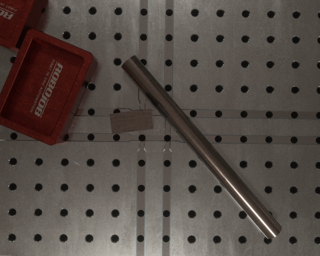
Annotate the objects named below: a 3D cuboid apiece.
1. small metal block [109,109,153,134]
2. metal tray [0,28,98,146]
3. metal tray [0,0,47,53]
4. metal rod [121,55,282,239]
[{"bbox_3d":[-0.035,-0.008,0.400,0.050,0.050,0.025,-7,90,0],"label":"small metal block"},{"bbox_3d":[-0.150,-0.052,0.408,0.090,0.030,0.129,23,90,-1],"label":"metal tray"},{"bbox_3d":[-0.229,-0.165,0.407,0.131,0.030,0.090,23,90,-1],"label":"metal tray"},{"bbox_3d":[0.055,0.025,0.414,0.025,0.025,0.300,-40,91,0],"label":"metal rod"}]
